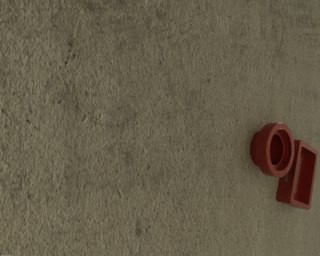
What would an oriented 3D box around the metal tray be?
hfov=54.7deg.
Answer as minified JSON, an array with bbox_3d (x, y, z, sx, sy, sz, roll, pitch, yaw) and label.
[{"bbox_3d":[0.290,0.098,0.648,0.090,0.030,0.130,24,75,-38],"label":"metal tray"}]

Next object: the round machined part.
[{"bbox_3d":[0.202,0.039,0.567,0.099,0.042,0.097,0,90,-40],"label":"round machined part"}]
